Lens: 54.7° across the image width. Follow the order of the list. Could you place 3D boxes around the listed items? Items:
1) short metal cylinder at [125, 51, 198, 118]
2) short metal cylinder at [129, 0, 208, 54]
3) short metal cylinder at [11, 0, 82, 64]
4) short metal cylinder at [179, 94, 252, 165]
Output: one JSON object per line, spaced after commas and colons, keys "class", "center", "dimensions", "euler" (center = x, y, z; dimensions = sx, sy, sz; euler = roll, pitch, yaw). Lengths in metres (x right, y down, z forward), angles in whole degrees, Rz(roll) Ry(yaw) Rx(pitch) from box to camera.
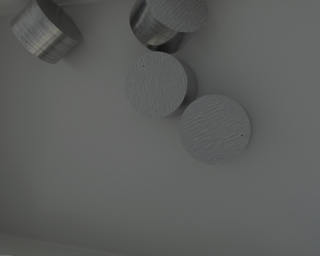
{"class": "short metal cylinder", "center": [0.003, -0.053, 0.394], "dimensions": [0.080, 0.050, 0.079], "euler": [1, 93, 20]}
{"class": "short metal cylinder", "center": [0.010, -0.136, 0.371], "dimensions": [0.050, 0.081, 0.080], "euler": [-35, 75, 61]}
{"class": "short metal cylinder", "center": [-0.157, -0.138, 0.435], "dimensions": [0.050, 0.080, 0.080], "euler": [-37, 79, 16]}
{"class": "short metal cylinder", "center": [0.069, 0.002, 0.373], "dimensions": [0.080, 0.050, 0.079], "euler": [0, 90, 19]}
